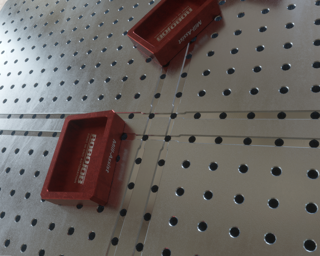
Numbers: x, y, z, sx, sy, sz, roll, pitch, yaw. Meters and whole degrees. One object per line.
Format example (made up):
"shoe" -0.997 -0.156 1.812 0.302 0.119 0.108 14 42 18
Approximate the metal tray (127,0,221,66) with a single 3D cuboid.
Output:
"metal tray" 0.021 -0.170 0.499 0.130 0.030 0.090 -44 51 -3

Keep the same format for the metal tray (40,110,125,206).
"metal tray" -0.106 0.041 0.436 0.090 0.030 0.130 -5 59 25
